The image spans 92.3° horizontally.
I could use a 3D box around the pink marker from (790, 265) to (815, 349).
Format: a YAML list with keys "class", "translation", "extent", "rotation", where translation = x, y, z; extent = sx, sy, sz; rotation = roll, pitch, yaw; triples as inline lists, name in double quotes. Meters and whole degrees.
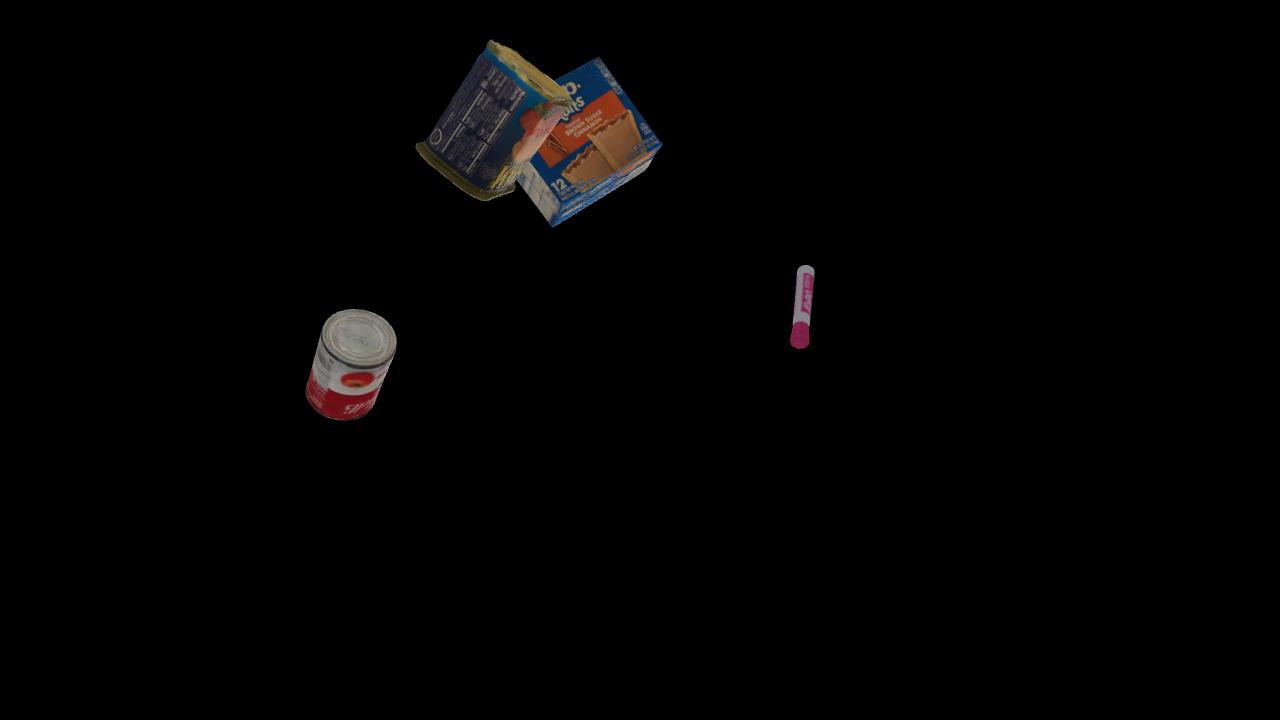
- class: "pink marker"
  translation: [0.170, -0.056, 0.643]
  extent: [0.020, 0.121, 0.020]
  rotation: [10, -43, 9]

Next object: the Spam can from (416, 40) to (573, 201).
- class: "Spam can"
  translation: [-0.097, -0.166, 0.430]
  extent: [0.058, 0.085, 0.101]
  rotation: [38, 18, -10]

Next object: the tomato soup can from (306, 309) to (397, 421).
- class: "tomato soup can"
  translation: [-0.281, 0.005, 0.599]
  extent: [0.068, 0.068, 0.101]
  rotation: [0, -34, -37]

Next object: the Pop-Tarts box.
- class: "Pop-Tarts box"
  translation: [-0.083, -0.281, 0.796]
  extent: [0.167, 0.141, 0.083]
  rotation: [-37, 2, -21]
